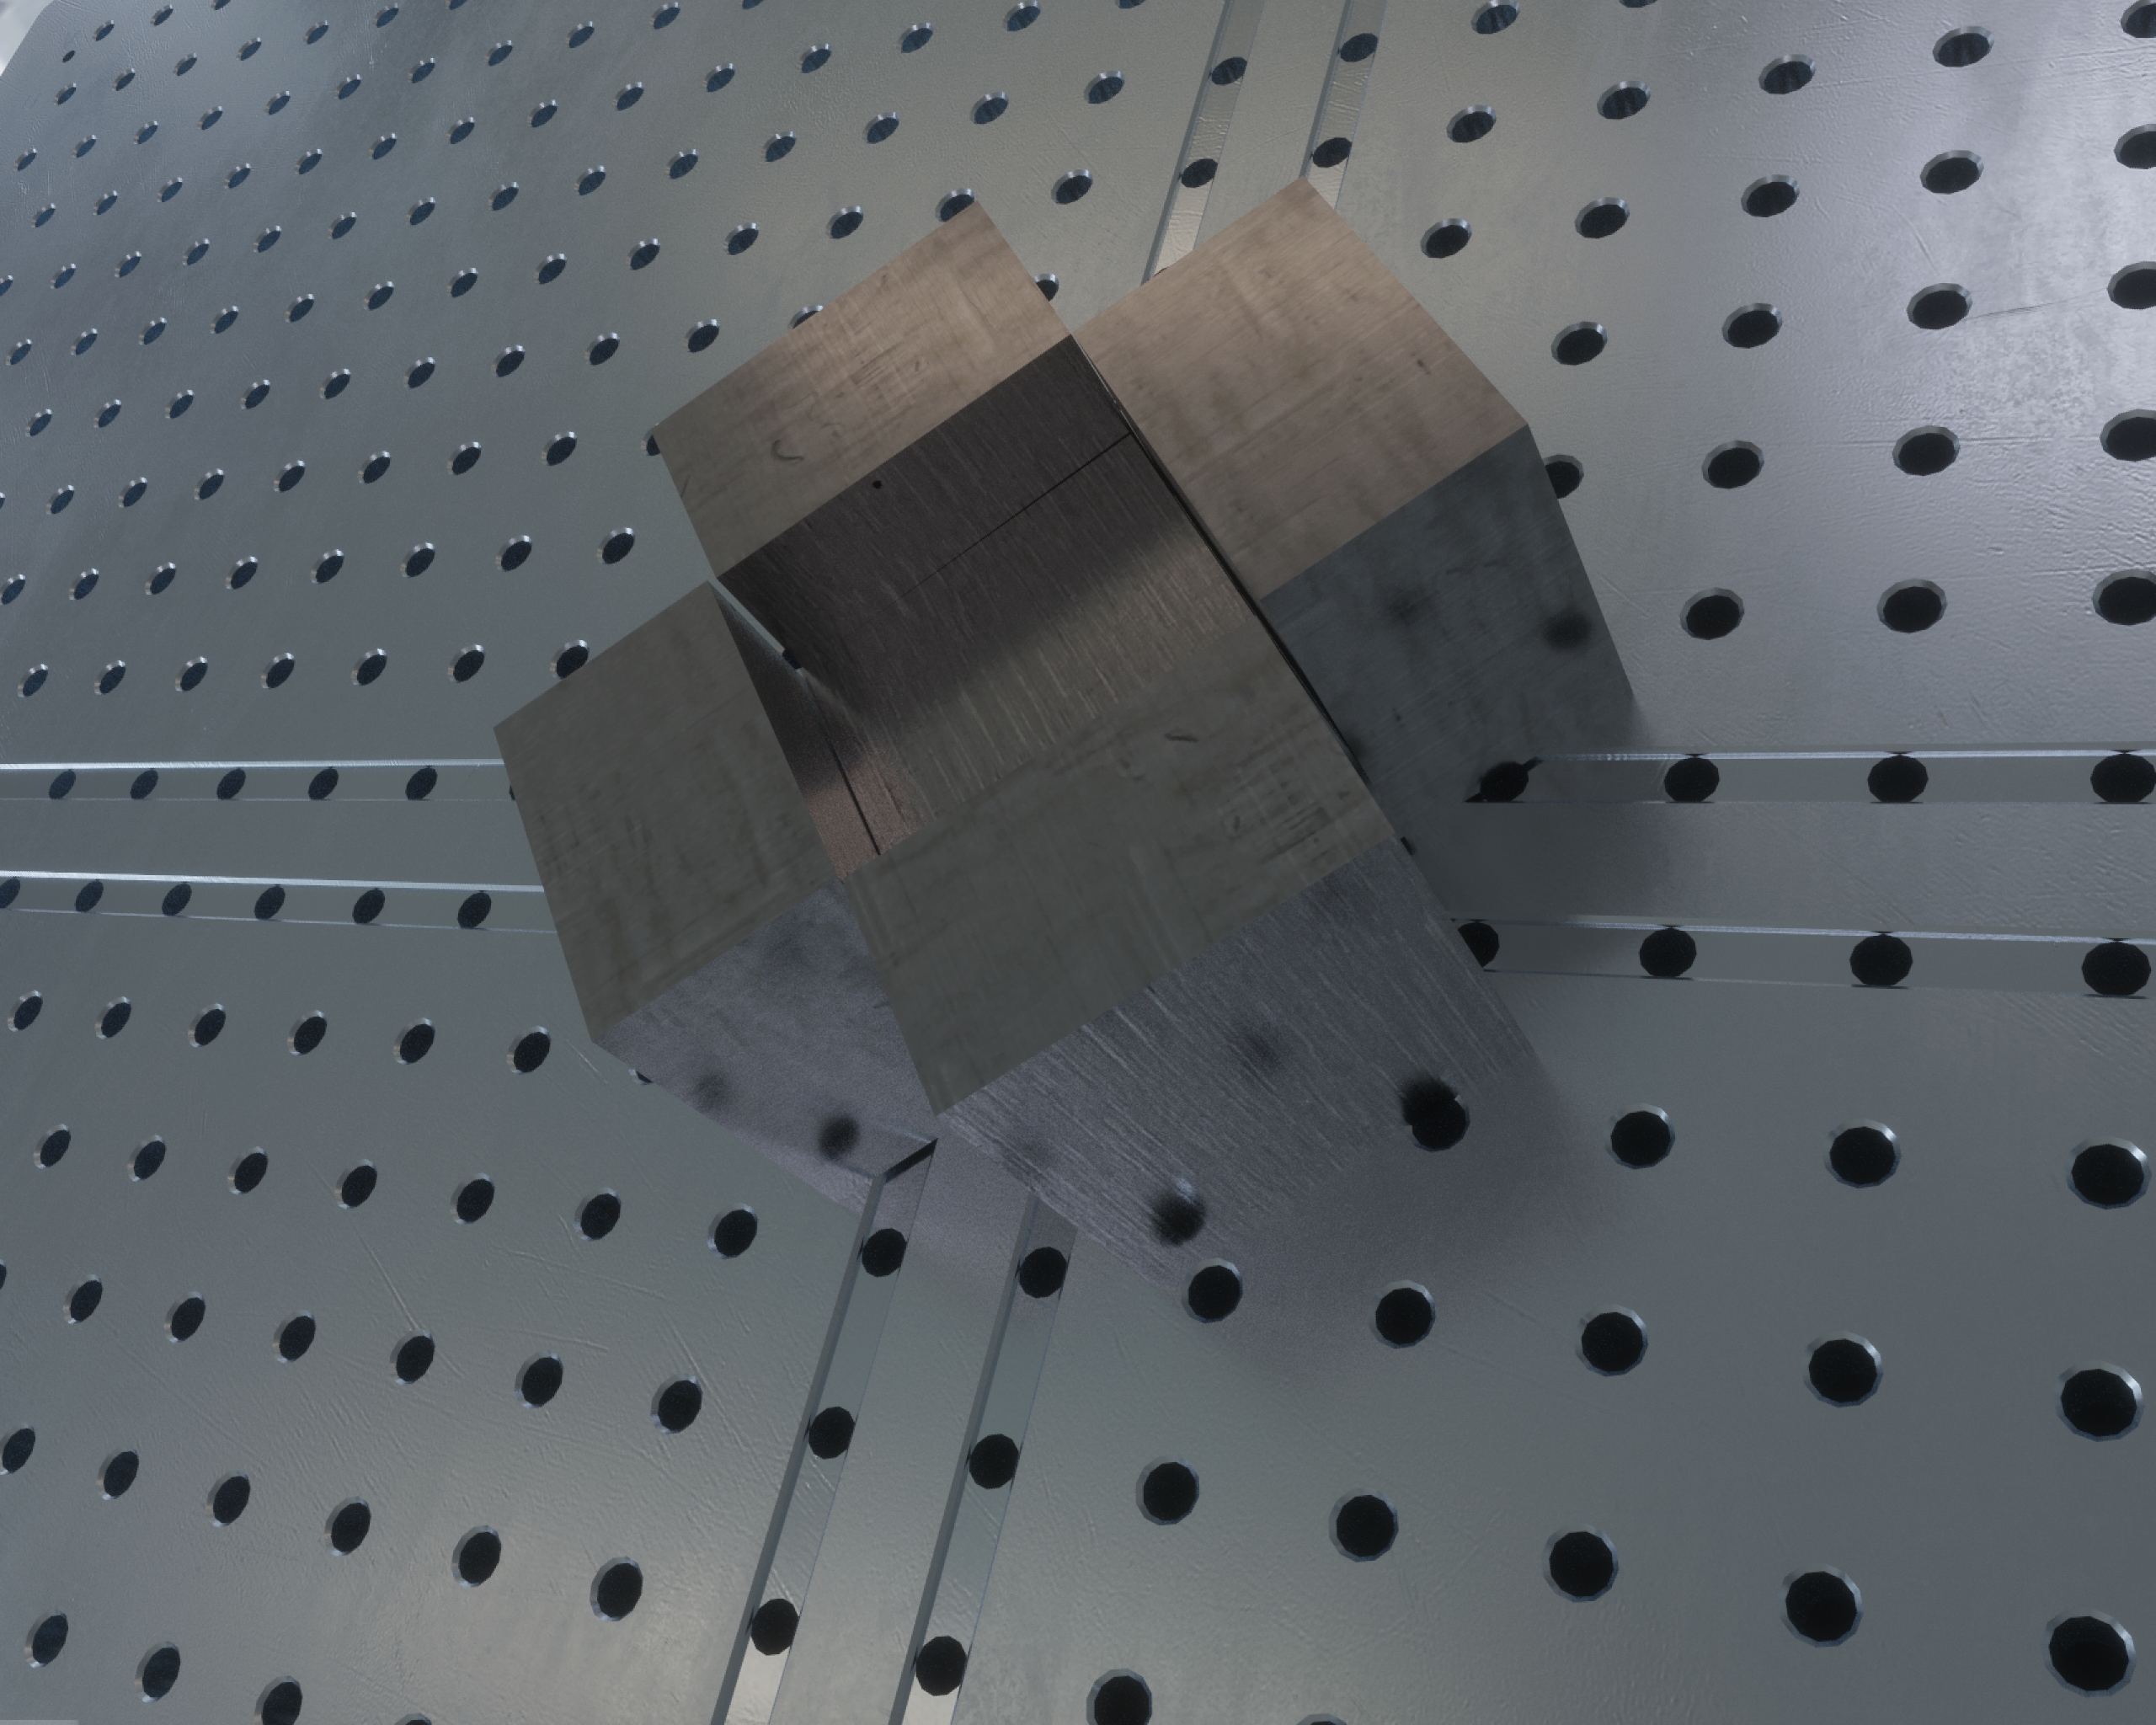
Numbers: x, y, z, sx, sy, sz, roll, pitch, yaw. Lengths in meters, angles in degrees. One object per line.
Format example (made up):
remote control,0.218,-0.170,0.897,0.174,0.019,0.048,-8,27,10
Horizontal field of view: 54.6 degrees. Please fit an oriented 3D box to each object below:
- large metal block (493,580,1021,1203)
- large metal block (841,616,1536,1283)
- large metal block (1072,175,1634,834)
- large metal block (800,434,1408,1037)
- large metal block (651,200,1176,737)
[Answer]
large metal block,-0.058,0.007,0.400,0.050,0.080,0.080,-34,52,6
large metal block,0.020,0.018,0.353,0.080,0.080,0.050,-32,52,7
large metal block,0.051,-0.064,0.386,0.050,0.080,0.080,-33,52,6
large metal block,0.003,-0.022,0.403,0.080,0.050,0.080,-34,50,8
large metal block,-0.027,-0.074,0.434,0.080,0.080,0.050,-34,51,6
